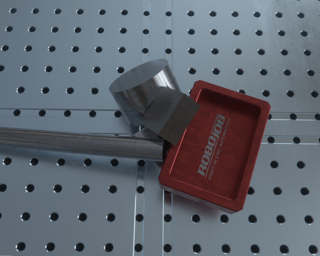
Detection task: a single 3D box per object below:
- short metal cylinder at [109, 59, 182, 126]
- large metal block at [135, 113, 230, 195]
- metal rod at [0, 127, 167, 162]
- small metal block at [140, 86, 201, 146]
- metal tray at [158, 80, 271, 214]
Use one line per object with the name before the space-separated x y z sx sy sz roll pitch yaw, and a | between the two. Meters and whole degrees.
short metal cylinder | -0.017 -0.046 0.393 0.080 0.080 0.050 -33 116 -12
large metal block | 0.026 0.024 0.388 0.080 0.050 0.080 -34 74 -12
metal rod | -0.141 0.015 0.373 0.301 0.025 0.025 4 70 13
small metal block | 0.010 -0.015 0.340 0.025 0.050 0.050 33 90 -30
metal tray | 0.062 0.019 0.347 0.090 0.030 0.130 19 71 7
